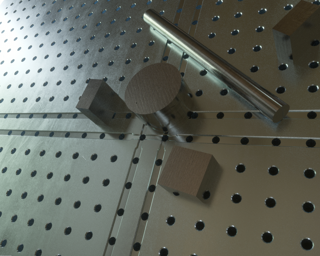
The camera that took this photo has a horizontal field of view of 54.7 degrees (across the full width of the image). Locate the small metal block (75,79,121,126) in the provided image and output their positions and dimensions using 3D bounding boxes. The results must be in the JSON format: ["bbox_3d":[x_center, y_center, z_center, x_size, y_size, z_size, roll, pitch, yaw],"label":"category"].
[{"bbox_3d":[-0.090,-0.038,0.461,0.025,0.050,0.050,9,66,32],"label":"small metal block"}]

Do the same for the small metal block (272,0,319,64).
[{"bbox_3d":[0.167,-0.116,0.375,0.050,0.050,0.025,-45,51,-3],"label":"small metal block"}]

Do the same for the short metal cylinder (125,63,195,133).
[{"bbox_3d":[0.000,-0.040,0.416,0.080,0.050,0.080,-13,56,20],"label":"short metal cylinder"}]

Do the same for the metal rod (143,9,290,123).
[{"bbox_3d":[0.059,-0.104,0.440,0.025,0.025,0.300,-41,51,0],"label":"metal rod"}]

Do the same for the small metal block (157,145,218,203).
[{"bbox_3d":[0.033,0.052,0.358,0.050,0.025,0.050,12,68,33],"label":"small metal block"}]
